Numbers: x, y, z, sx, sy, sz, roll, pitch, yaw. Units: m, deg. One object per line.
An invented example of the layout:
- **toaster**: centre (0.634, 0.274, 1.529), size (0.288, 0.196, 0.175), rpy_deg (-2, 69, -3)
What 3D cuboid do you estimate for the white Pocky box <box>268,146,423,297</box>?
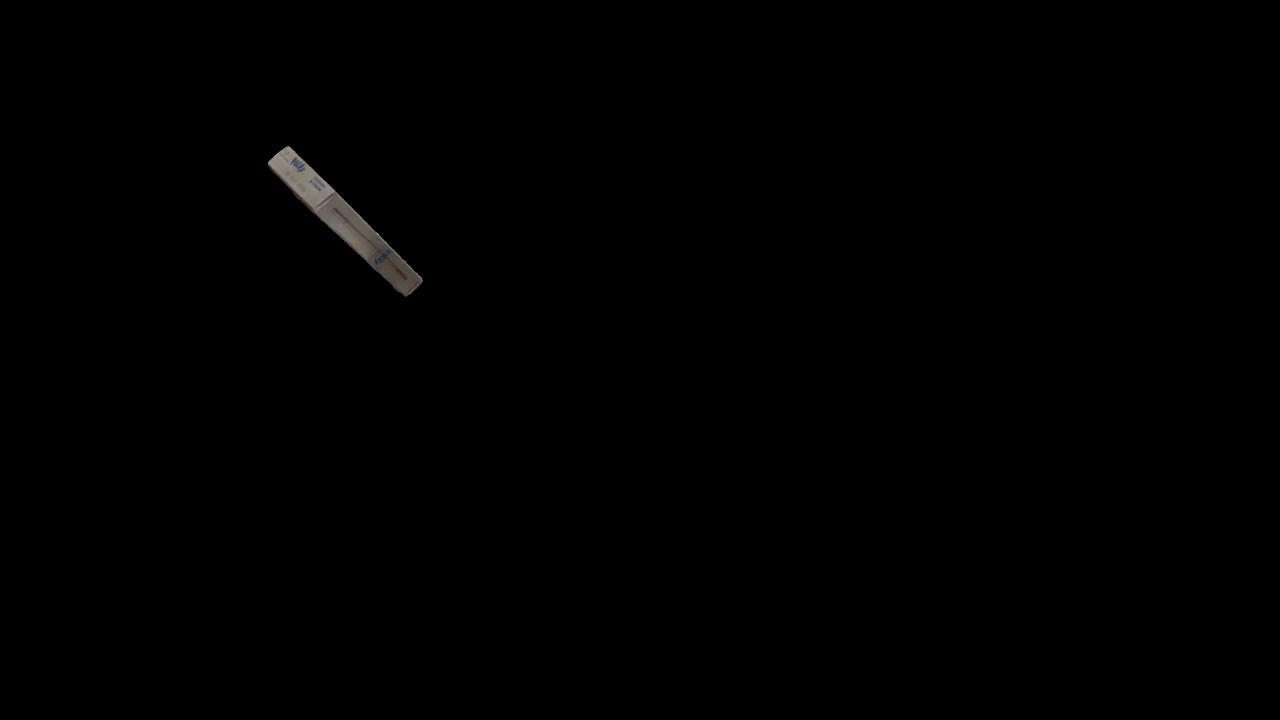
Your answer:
- **white Pocky box**: centre (-0.274, -0.125, 0.584), size (0.084, 0.028, 0.154), rpy_deg (40, -11, 21)
